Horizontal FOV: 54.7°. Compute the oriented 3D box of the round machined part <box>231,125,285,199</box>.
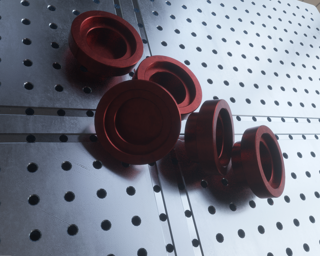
[{"bbox_3d":[0.133,0.048,0.426,0.098,0.042,0.098,22,61,-46],"label":"round machined part"}]

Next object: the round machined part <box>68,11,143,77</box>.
[{"bbox_3d":[-0.076,-0.109,0.424,0.099,0.042,0.098,14,56,-21],"label":"round machined part"}]

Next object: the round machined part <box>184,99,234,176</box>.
[{"bbox_3d":[0.064,0.012,0.405,0.098,0.042,0.097,6,83,-62],"label":"round machined part"}]

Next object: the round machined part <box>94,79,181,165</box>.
[{"bbox_3d":[-0.024,-0.008,0.368,0.098,0.098,0.042,39,8,-3],"label":"round machined part"}]

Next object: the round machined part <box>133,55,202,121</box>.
[{"bbox_3d":[0.006,-0.050,0.432,0.099,0.042,0.098,14,56,-21],"label":"round machined part"}]
